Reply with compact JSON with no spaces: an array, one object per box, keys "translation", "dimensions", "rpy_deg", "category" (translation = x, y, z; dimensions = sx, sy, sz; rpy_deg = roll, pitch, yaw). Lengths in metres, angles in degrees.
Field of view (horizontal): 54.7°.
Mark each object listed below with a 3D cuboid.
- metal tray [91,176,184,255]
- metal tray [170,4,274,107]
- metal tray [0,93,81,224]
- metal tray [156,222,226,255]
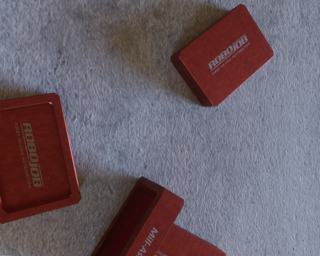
[{"translation":[-0.032,0.125,0.363],"dimensions":[0.030,0.090,0.130],"rpy_deg":[36,78,-17],"category":"metal tray"},{"translation":[0.091,-0.102,0.441],"dimensions":[0.130,0.030,0.090],"rpy_deg":[-41,103,-16],"category":"metal tray"},{"translation":[-0.149,0.031,0.351],"dimensions":[0.091,0.030,0.129],"rpy_deg":[-12,94,-20],"category":"metal tray"},{"translation":[0.015,0.180,0.414],"dimensions":[0.130,0.030,0.090],"rpy_deg":[33,79,-17],"category":"metal tray"}]
